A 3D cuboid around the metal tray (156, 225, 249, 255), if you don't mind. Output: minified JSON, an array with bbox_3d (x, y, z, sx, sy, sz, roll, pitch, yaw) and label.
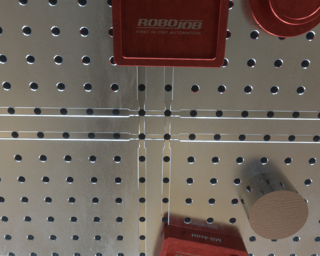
[{"bbox_3d":[0.061,0.209,0.488,0.131,0.030,0.089,12,110,-5],"label":"metal tray"}]

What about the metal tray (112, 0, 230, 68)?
[{"bbox_3d":[0.011,-0.120,0.366,0.131,0.030,0.089,1,110,-1],"label":"metal tray"}]

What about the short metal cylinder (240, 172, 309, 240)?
[{"bbox_3d":[0.161,0.110,0.443,0.081,0.050,0.079,0,110,-1],"label":"short metal cylinder"}]

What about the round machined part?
[{"bbox_3d":[0.150,-0.153,0.350,0.099,0.042,0.097,0,110,-1],"label":"round machined part"}]
